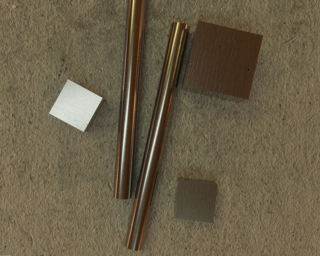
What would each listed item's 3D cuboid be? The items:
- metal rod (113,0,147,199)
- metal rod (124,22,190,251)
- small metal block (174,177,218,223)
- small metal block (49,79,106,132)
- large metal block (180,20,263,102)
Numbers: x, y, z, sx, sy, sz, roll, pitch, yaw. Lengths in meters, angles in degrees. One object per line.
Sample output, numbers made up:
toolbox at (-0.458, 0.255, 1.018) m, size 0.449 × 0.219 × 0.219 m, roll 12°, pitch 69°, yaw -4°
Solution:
metal rod at (-0.039, -0.057, 0.409) m, size 0.025 × 0.025 × 0.298 m, roll 4°, pitch 90°, yaw -1°
metal rod at (-0.004, 0.011, 0.409) m, size 0.025 × 0.025 × 0.298 m, roll 12°, pitch 90°, yaw -1°
small metal block at (0.046, 0.095, 0.411) m, size 0.050 × 0.025 × 0.050 m, roll 7°, pitch 90°, yaw -1°
small metal block at (-0.108, -0.029, 0.409) m, size 0.050 × 0.025 × 0.050 m, roll 29°, pitch 90°, yaw -1°
large metal block at (0.076, -0.082, 0.398) m, size 0.080 × 0.050 × 0.080 m, roll 13°, pitch 90°, yaw -1°
